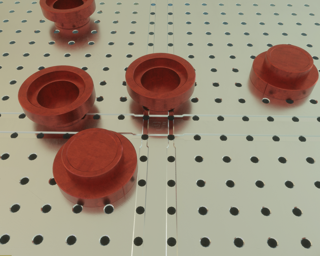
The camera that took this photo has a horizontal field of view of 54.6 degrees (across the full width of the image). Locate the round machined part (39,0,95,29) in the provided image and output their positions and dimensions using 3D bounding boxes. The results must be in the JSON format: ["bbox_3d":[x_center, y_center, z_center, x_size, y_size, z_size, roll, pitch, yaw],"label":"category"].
[{"bbox_3d":[-0.170,-0.224,0.584,0.099,0.042,0.098,0,50,0],"label":"round machined part"}]

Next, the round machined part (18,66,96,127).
[{"bbox_3d":[-0.139,-0.040,0.429,0.099,0.042,0.098,0,50,0],"label":"round machined part"}]

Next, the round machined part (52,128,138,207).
[{"bbox_3d":[-0.076,0.038,0.364,0.099,0.042,0.098,0,50,0],"label":"round machined part"}]

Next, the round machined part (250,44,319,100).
[{"bbox_3d":[0.192,-0.091,0.475,0.099,0.042,0.098,0,50,0],"label":"round machined part"}]

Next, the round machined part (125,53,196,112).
[{"bbox_3d":[0.001,-0.062,0.449,0.099,0.042,0.098,0,50,0],"label":"round machined part"}]
